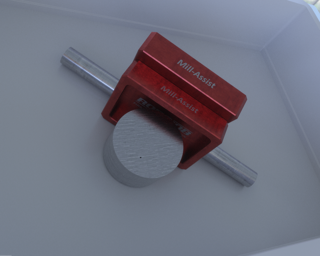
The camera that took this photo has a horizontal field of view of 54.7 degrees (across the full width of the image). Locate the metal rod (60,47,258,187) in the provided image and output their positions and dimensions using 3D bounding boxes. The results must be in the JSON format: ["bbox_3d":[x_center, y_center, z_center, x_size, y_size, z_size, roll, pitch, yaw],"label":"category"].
[{"bbox_3d":[0.003,-0.011,0.415,0.301,0.025,0.025,34,51,-6],"label":"metal rod"}]

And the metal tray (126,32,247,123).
[{"bbox_3d":[0.026,-0.047,0.374,0.130,0.090,0.030,34,68,-7],"label":"metal tray"}]

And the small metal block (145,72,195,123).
[{"bbox_3d":[0.015,-0.043,0.440,0.050,0.025,0.050,35,51,-5],"label":"small metal block"}]

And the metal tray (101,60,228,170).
[{"bbox_3d":[0.003,-0.010,0.371,0.130,0.090,0.030,34,51,-7],"label":"metal tray"}]

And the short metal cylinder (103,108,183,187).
[{"bbox_3d":[-0.020,0.024,0.356,0.081,0.050,0.080,9,66,-19],"label":"short metal cylinder"}]
